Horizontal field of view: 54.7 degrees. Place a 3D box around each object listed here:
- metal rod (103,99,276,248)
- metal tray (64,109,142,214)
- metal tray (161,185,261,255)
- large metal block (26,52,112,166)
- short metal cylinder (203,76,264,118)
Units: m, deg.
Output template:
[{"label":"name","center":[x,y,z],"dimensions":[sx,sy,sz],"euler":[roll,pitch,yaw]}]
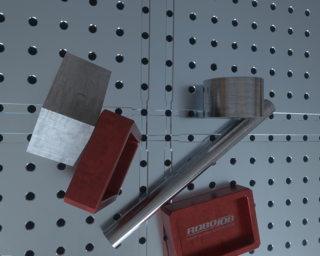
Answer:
[{"label":"metal rod","center":[0.051,0.053,0.431],"dimensions":[0.301,0.025,0.025],"euler":[-37,102,-16]},{"label":"metal tray","center":[-0.054,0.037,0.336],"dimensions":[0.030,0.130,0.090],"euler":[22,82,3]},{"label":"metal tray","center":[0.074,0.140,0.437],"dimensions":[0.131,0.030,0.089],"euler":[-11,94,-20]},{"label":"large metal block","center":[-0.096,-0.018,0.331],"dimensions":[0.050,0.080,0.080],"euler":[22,47,-19]},{"label":"short metal cylinder","center":[0.099,-0.039,0.420],"dimensions":[0.081,0.080,0.050],"euler":[-1,91,-20]}]
